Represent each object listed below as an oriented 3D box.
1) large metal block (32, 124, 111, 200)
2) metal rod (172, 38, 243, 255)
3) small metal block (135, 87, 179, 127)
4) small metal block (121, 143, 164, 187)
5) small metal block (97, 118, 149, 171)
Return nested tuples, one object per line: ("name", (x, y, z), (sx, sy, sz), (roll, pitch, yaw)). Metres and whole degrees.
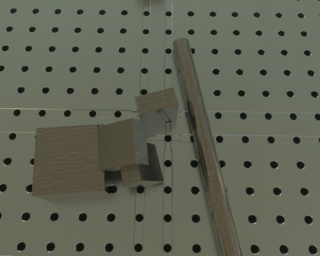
("large metal block", (-0.105, 0.043, 0.381), (0.081, 0.050, 0.080), (-4, 70, -2))
("metal rod", (0.057, 0.013, 0.407), (0.025, 0.025, 0.299), (-9, 70, -4))
("small metal block", (-0.004, -0.026, 0.408), (0.050, 0.050, 0.025), (-15, 71, -6))
("small metal block", (-0.024, 0.044, 0.379), (0.025, 0.050, 0.050), (-24, 69, 25))
("small metal block", (-0.043, 0.020, 0.351), (0.050, 0.025, 0.050), (-13, 73, 28))
